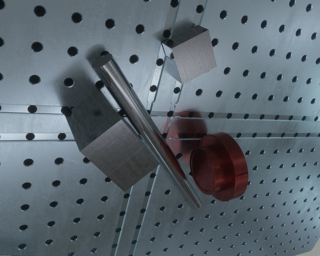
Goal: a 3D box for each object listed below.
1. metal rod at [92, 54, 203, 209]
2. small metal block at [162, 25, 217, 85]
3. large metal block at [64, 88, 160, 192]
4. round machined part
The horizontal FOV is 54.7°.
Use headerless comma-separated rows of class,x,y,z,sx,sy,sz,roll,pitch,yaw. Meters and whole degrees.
metal rod,-0.001,0.027,0.426,0.025,0.025,0.299,-36,129,-5
small metal block,0.037,-0.089,0.376,0.050,0.025,0.050,-30,129,-10
large metal block,-0.055,0.013,0.353,0.050,0.080,0.080,-39,129,-2
round machined part,0.077,0.057,0.442,0.042,0.098,0.097,-11,123,-23
